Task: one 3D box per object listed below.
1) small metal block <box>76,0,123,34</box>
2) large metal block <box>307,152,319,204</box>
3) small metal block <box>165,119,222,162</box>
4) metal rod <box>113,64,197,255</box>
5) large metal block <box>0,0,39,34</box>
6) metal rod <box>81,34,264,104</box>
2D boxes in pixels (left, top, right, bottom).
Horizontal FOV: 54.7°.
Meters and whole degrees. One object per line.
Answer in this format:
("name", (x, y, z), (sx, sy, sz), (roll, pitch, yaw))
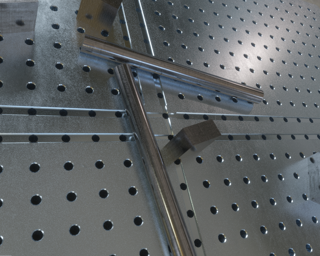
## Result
("small metal block", (-0.088, -0.173, 0.450), (0.050, 0.050, 0.025), (24, 53, -14))
("large metal block", (0.289, 0.086, 0.494), (0.080, 0.050, 0.080), (26, 53, -13))
("small metal block", (0.043, 0.016, 0.405), (0.050, 0.050, 0.025), (-17, 71, -35))
("metal rod", (-0.005, 0.050, 0.374), (0.025, 0.025, 0.299), (-6, 65, -31))
("large metal block", (-0.207, -0.164, 0.381), (0.081, 0.050, 0.080), (-18, 72, -35))
("metal rod", (0.032, -0.085, 0.476), (0.302, 0.025, 0.025), (13, 57, -21))
